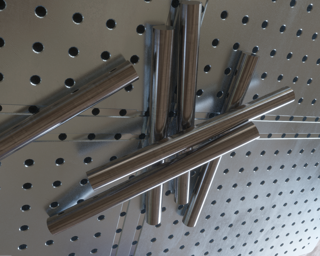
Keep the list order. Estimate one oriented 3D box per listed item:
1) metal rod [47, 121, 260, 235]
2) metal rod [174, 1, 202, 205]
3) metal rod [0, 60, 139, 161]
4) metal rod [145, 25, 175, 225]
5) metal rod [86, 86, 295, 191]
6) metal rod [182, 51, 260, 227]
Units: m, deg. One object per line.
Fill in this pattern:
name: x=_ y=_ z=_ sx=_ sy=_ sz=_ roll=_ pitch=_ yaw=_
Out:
metal rod: x=-0.008 y=0.067 z=0.416 sx=0.301 sy=0.025 sz=0.025 roll=-25 pitch=128 yaw=-1
metal rod: x=0.034 y=-0.012 z=0.421 sx=0.025 sy=0.025 sz=0.298 roll=-14 pitch=124 yaw=-21
metal rod: x=-0.157 y=0.013 z=0.332 sx=0.301 sy=0.025 sz=0.025 roll=-32 pitch=129 yaw=-8
metal rod: x=-0.003 y=0.017 z=0.419 sx=0.025 sy=0.025 sz=0.298 roll=-11 pitch=123 yaw=-23
metal rod: x=0.051 y=0.008 z=0.408 sx=0.302 sy=0.025 sz=0.025 roll=-23 pitch=127 yaw=-15
metal rod: x=0.086 y=0.032 z=0.477 sx=0.025 sy=0.025 sz=0.298 roll=1 pitch=118 yaw=-29
